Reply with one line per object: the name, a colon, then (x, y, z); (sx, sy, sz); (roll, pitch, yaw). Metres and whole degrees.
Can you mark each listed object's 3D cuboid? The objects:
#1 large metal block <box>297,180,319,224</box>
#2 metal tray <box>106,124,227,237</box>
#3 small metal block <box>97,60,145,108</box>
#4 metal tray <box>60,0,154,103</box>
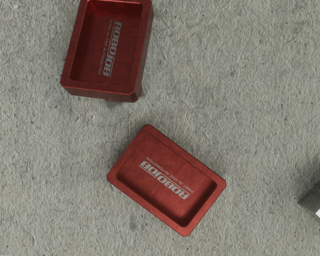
large metal block: (0.245, 0.102, 0.400); (0.080, 0.050, 0.080); (44, 90, 0)
metal tray: (0.008, 0.067, 0.407); (0.130, 0.030, 0.090); (37, 90, 0)
small metal block: (-0.051, -0.057, 0.410); (0.050, 0.025, 0.050); (-19, 90, 0)
metal tray: (-0.063, -0.101, 0.386); (0.090, 0.030, 0.129); (8, 76, 6)
